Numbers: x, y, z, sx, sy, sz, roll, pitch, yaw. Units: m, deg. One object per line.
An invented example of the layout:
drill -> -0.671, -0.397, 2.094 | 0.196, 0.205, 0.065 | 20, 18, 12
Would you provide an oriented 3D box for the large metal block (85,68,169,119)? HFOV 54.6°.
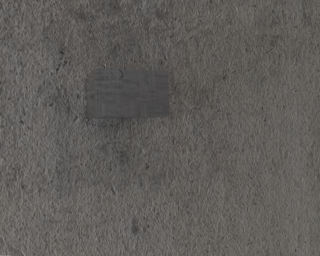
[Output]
large metal block -> -0.042, -0.037, 0.364 | 0.081, 0.080, 0.050 | -1, 91, -20
